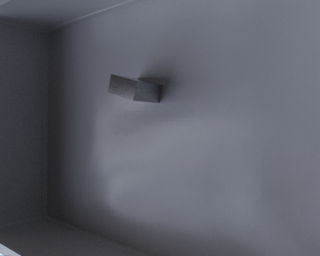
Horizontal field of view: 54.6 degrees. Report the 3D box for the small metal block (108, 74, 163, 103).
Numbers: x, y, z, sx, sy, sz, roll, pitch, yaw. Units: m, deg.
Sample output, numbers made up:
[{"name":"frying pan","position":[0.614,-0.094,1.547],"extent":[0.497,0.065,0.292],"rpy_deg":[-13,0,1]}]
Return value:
[{"name":"small metal block","position":[-0.033,-0.053,0.419],"extent":[0.050,0.050,0.025],"rpy_deg":[21,103,38]}]
